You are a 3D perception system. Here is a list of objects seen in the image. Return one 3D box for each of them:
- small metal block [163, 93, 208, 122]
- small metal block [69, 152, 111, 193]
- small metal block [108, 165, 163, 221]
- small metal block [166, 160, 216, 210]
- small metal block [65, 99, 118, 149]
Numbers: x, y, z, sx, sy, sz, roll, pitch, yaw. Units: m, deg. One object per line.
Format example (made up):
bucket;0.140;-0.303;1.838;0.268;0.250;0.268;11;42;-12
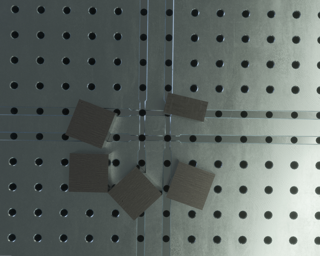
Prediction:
small metal block;0.031;-0.025;0.401;0.050;0.050;0.025;13;90;-1
small metal block;-0.092;0.058;0.412;0.050;0.025;0.050;2;90;-1
small metal block;-0.032;0.085;0.413;0.050;0.025;0.050;-43;91;0
small metal block;0.040;0.075;0.414;0.050;0.025;0.050;20;90;-1
small metal block;-0.090;-0.005;0.412;0.050;0.025;0.050;21;90;-1
